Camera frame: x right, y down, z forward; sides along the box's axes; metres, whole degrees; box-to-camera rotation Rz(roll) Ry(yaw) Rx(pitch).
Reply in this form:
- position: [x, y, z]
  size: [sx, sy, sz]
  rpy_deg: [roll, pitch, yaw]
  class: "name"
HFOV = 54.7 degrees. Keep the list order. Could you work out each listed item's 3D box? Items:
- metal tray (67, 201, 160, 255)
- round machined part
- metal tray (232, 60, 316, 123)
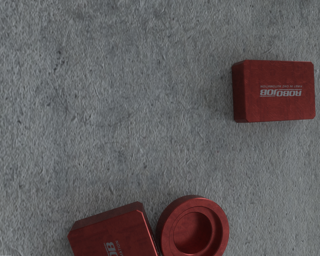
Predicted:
- position: [-0.045, 0.165, 0.376]
  size: [0.090, 0.030, 0.129]
  rpy_deg: [-18, 97, -1]
  class: "metal tray"
- position: [0.040, 0.138, 0.416]
  size: [0.099, 0.042, 0.097]
  rpy_deg: [0, 90, -21]
  class: "round machined part"
- position: [0.175, -0.055, 0.473]
  size: [0.131, 0.030, 0.089]
  rpy_deg: [-3, 91, -20]
  class: "metal tray"
